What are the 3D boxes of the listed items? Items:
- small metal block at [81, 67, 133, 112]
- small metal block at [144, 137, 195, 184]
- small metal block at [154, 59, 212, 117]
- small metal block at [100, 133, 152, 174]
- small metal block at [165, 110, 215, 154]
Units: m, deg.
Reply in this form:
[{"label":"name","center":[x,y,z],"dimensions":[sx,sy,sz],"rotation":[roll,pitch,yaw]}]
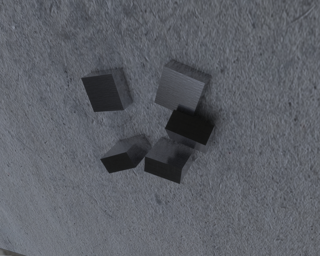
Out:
[{"label":"small metal block","center":[-0.070,-0.050,0.413],"dimensions":[0.050,0.025,0.050],"rotation":[-2,118,29]},{"label":"small metal block","center":[0.014,0.041,0.409],"dimensions":[0.050,0.050,0.025],"rotation":[17,125,18]},{"label":"small metal block","center":[0.026,-0.046,0.365],"dimensions":[0.050,0.025,0.050],"rotation":[26,128,12]},{"label":"small metal block","center":[-0.047,0.036,0.438],"dimensions":[0.050,0.050,0.025],"rotation":[-17,109,35]},{"label":"small metal block","center":[0.037,0.006,0.373],"dimensions":[0.050,0.025,0.050],"rotation":[23,169,14]}]
